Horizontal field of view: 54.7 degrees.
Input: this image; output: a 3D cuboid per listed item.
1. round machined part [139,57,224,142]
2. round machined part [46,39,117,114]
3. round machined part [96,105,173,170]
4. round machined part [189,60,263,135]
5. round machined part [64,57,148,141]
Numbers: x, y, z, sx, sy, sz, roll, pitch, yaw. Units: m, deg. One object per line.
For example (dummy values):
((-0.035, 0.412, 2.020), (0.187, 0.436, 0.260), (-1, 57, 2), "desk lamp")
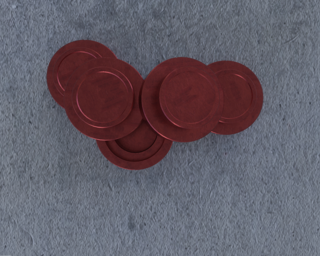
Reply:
((0.028, -0.033, 0.351), (0.099, 0.042, 0.097), (0, 89, -14), "round machined part")
((-0.098, -0.066, 0.401), (0.099, 0.042, 0.097), (0, 90, -1), "round machined part")
((-0.031, 0.003, 0.402), (0.099, 0.042, 0.097), (0, 90, -1), "round machined part")
((0.086, -0.040, 0.403), (0.099, 0.042, 0.097), (0, 90, -1), "round machined part")
((-0.063, -0.034, 0.359), (0.099, 0.042, 0.097), (0, 90, -1), "round machined part")
